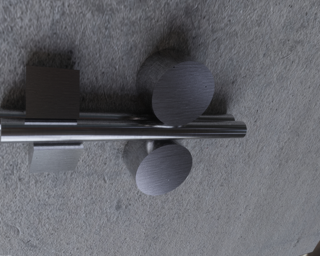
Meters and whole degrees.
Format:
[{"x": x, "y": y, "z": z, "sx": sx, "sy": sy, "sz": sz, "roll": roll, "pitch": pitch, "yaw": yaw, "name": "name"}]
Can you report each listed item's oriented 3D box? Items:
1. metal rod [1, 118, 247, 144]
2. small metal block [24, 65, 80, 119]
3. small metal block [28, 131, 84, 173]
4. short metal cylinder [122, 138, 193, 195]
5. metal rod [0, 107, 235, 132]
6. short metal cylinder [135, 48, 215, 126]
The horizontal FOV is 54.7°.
[{"x": -0.019, "y": 0.002, "z": 0.367, "sx": 0.303, "sy": 0.025, "sz": 0.025, "roll": 0, "pitch": 119, "yaw": -28, "name": "metal rod"}, {"x": -0.110, "y": -0.034, "z": 0.315, "sx": 0.050, "sy": 0.025, "sz": 0.050, "roll": 0, "pitch": 91, "yaw": -28, "name": "small metal block"}, {"x": -0.118, "y": 0.026, "z": 0.347, "sx": 0.050, "sy": 0.025, "sz": 0.050, "roll": 0, "pitch": 145, "yaw": -29, "name": "small metal block"}, {"x": -0.004, "y": 0.043, "z": 0.417, "sx": 0.081, "sy": 0.050, "sz": 0.079, "roll": -14, "pitch": 124, "yaw": -21, "name": "short metal cylinder"}, {"x": -0.030, "y": -0.009, "z": 0.386, "sx": 0.303, "sy": 0.025, "sz": 0.025, "roll": 0, "pitch": 119, "yaw": -29, "name": "metal rod"}, {"x": 0.017, "y": -0.049, "z": 0.371, "sx": 0.081, "sy": 0.050, "sz": 0.079, "roll": -14, "pitch": 124, "yaw": -21, "name": "short metal cylinder"}]
